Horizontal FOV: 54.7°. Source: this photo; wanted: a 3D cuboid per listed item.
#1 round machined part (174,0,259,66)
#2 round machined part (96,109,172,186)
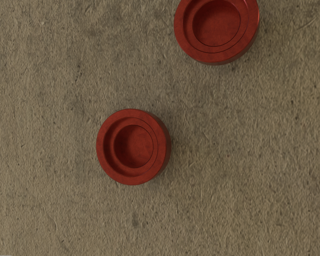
[{"bbox_3d":[0.070,-0.124,0.375,0.098,0.042,0.097,0,90,20],"label":"round machined part"},{"bbox_3d":[-0.031,0.024,0.411,0.098,0.042,0.097,0,90,20],"label":"round machined part"}]
